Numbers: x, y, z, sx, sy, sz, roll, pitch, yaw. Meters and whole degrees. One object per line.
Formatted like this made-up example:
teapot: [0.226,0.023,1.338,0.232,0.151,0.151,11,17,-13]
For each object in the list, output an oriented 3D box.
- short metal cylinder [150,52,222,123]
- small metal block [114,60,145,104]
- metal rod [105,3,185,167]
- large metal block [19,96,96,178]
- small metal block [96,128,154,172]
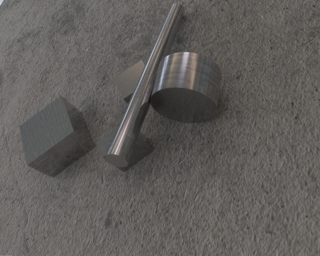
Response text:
short metal cylinder: [0.033,-0.047,0.380,0.080,0.080,0.050,-2,61,27]
small metal block: [-0.035,-0.066,0.463,0.050,0.025,0.050,-32,52,7]
metal rod: [-0.009,-0.079,0.418,0.025,0.025,0.300,-4,48,26]
large metal block: [-0.154,0.013,0.461,0.080,0.050,0.080,-36,51,4]
small metal block: [-0.043,0.024,0.396,0.050,0.050,0.025,-36,51,4]
